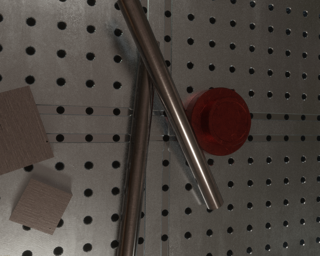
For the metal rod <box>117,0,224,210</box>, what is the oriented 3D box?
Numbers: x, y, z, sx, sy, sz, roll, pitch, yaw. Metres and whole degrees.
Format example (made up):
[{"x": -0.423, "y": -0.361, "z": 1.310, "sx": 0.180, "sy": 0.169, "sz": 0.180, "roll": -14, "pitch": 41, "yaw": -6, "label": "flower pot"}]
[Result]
[{"x": 0.020, "y": -0.021, "z": 0.401, "sx": 0.025, "sy": 0.025, "sz": 0.299, "roll": -30, "pitch": 107, "yaw": -18, "label": "metal rod"}]

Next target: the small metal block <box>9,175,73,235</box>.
[{"x": -0.138, "y": 0.090, "z": 0.362, "sx": 0.050, "sy": 0.025, "sz": 0.050, "roll": 28, "pitch": 81, "yaw": -18, "label": "small metal block"}]

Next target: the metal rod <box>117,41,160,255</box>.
[{"x": -0.028, "y": 0.035, "z": 0.403, "sx": 0.025, "sy": 0.025, "sz": 0.298, "roll": 7, "pitch": 88, "yaw": -20, "label": "metal rod"}]

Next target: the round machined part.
[{"x": 0.088, "y": -0.009, "z": 0.438, "sx": 0.099, "sy": 0.042, "sz": 0.097, "roll": 0, "pitch": 90, "yaw": -21, "label": "round machined part"}]

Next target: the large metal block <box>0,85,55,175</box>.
[{"x": -0.169, "y": 0.006, "z": 0.337, "sx": 0.081, "sy": 0.050, "sz": 0.080, "roll": -19, "pitch": 97, "yaw": -19, "label": "large metal block"}]
